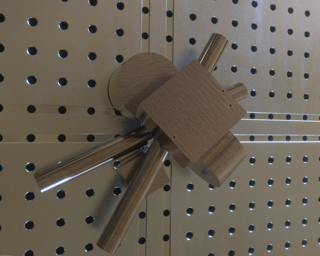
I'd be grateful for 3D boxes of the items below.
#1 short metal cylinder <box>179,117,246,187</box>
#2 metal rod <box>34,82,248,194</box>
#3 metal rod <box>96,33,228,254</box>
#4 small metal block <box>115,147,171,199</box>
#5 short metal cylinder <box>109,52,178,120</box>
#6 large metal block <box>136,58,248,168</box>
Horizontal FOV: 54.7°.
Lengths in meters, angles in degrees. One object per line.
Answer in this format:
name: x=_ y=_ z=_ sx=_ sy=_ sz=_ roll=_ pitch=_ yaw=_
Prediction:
short metal cylinder: x=0.064 y=0.031 z=0.404 sx=0.050 sy=0.080 sz=0.080 roll=-45 pitch=104 yaw=-13
metal rod: x=-0.010 y=0.005 z=0.405 sx=0.302 sy=0.025 sz=0.025 roll=-25 pitch=99 yaw=-19
metal rod: x=0.008 y=0.011 z=0.386 sx=0.025 sy=0.025 sz=0.300 roll=32 pitch=79 yaw=-17
small metal block: x=-0.023 y=0.059 z=0.401 sx=0.050 sy=0.025 sz=0.050 roll=-30 pitch=100 yaw=-18
short metal cylinder: x=-0.020 y=-0.050 z=0.388 sx=0.081 sy=0.050 sz=0.079 roll=0 pitch=90 yaw=-20
large metal block: x=0.032 y=-0.014 z=0.340 sx=0.080 sy=0.050 sz=0.080 roll=-41 pitch=86 yaw=-15
